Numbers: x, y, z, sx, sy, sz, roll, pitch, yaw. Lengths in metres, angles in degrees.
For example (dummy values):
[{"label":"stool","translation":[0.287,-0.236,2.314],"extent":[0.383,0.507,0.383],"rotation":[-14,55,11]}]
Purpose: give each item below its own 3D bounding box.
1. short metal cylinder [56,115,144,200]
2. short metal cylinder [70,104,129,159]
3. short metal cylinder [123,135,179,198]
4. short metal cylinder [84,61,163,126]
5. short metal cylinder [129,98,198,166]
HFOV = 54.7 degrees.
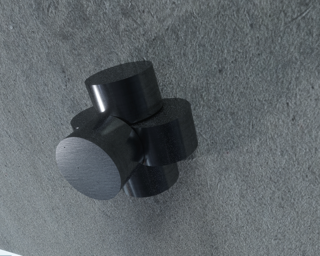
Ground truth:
[{"label":"short metal cylinder","translation":[-0.065,0.032,0.341],"extent":[0.080,0.050,0.079],"rotation":[13,124,20]},{"label":"short metal cylinder","translation":[-0.070,0.003,0.410],"extent":[0.080,0.080,0.050],"rotation":[-1,118,28]},{"label":"short metal cylinder","translation":[-0.019,0.046,0.410],"extent":[0.080,0.080,0.050],"rotation":[0,118,28]},{"label":"short metal cylinder","translation":[-0.042,-0.043,0.367],"extent":[0.080,0.080,0.050],"rotation":[-2,118,28]},{"label":"short metal cylinder","translation":[0.002,0.002,0.372],"extent":[0.080,0.080,0.050],"rotation":[0,118,28]}]
